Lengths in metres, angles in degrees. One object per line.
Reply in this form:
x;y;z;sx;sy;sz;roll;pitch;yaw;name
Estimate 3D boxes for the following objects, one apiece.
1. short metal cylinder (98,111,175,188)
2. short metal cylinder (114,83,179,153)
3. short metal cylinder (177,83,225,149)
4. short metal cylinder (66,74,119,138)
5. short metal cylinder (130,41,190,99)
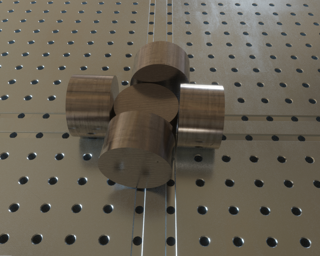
-0.024;0.026;0.348;0.080;0.080;0.050;5;50;4;short metal cylinder
-0.017;-0.013;0.403;0.081;0.050;0.080;1;50;-1;short metal cylinder
0.048;-0.015;0.385;0.050;0.080;0.080;3;50;2;short metal cylinder
-0.083;-0.028;0.394;0.050;0.080;0.080;2;50;0;short metal cylinder
0.001;-0.073;0.433;0.080;0.080;0.050;2;50;2;short metal cylinder
